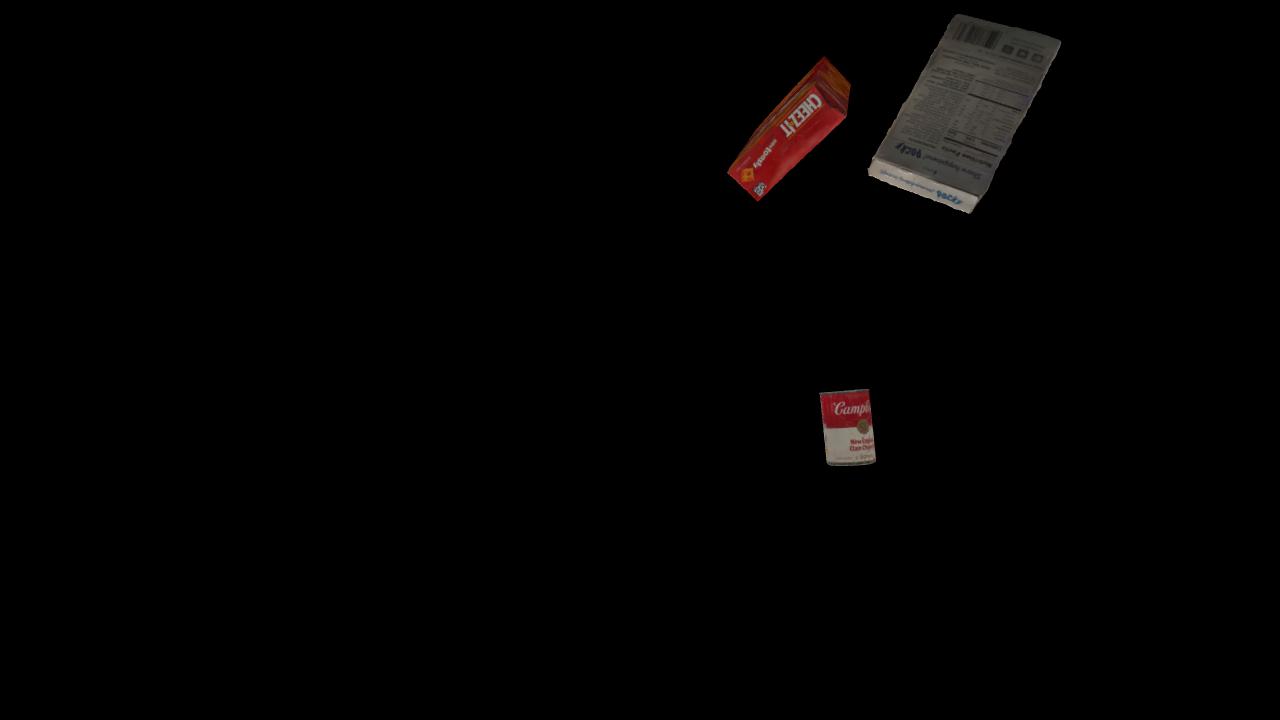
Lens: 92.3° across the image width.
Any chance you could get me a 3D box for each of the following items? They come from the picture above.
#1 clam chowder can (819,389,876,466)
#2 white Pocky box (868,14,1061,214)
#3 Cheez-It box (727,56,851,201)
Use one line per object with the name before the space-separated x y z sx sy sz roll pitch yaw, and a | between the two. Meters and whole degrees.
clam chowder can | 0.290 0.094 0.861 0.068 0.102 0.068 -4 -4 0
white Pocky box | 0.250 -0.193 0.474 0.084 0.154 0.028 28 -12 18
Cheez-It box | 0.227 -0.347 0.919 0.166 0.071 0.223 -42 11 37
